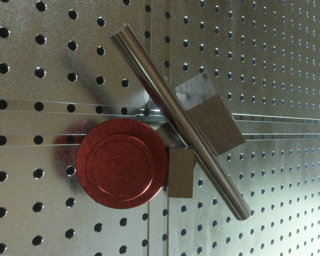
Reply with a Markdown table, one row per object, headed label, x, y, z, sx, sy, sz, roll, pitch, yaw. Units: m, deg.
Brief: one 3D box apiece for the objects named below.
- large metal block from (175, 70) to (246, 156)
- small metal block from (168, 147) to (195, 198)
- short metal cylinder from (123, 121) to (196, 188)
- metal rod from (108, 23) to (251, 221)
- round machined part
| label | x | y | z | sx | sy | sz | roll | pitch | yaw |
| --- | --- | --- | --- | --- | --- | --- | --- | --- | --- |
| large metal block | 0.065 | -0.020 | 0.415 | 0.080 | 0.050 | 0.080 | 54 | 16 | -27 |
| small metal block | 0.022 | 0.046 | 0.339 | 0.025 | 0.050 | 0.050 | 3 | 89 | 0 |
| short metal cylinder | 0.000 | 0.031 | 0.388 | 0.081 | 0.050 | 0.079 | 0 | 90 | -40 |
| metal rod | 0.038 | 0.012 | 0.372 | 0.025 | 0.025 | 0.300 | -51 | 120 | -28 |
| round machined part | -0.040 | 0.038 | 0.327 | 0.099 | 0.042 | 0.097 | 0 | 93 | -2 |
